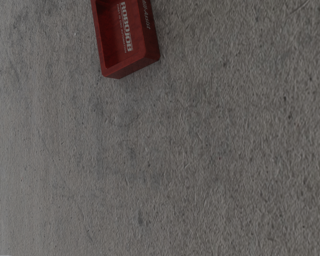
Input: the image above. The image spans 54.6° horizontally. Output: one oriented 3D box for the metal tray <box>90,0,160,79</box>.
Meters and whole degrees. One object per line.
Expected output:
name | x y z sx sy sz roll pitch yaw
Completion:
metal tray | -0.053 -0.146 0.446 0.090 0.030 0.129 -17 80 39
